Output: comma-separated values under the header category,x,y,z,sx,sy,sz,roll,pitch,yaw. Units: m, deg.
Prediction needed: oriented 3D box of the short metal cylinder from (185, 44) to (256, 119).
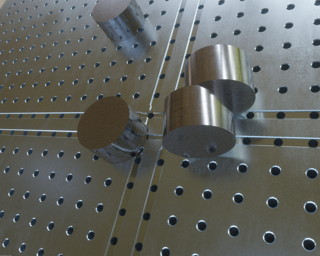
category,x,y,z,sx,sy,sz,roll,pitch,yaw
short metal cylinder,0.069,-0.052,0.369,0.080,0.080,0.050,-11,57,22

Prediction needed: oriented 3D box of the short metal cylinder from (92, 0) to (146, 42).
category,x,y,z,sx,sy,sz,roll,pitch,yaw
short metal cylinder,-0.073,-0.202,0.554,0.080,0.050,0.080,-13,56,21

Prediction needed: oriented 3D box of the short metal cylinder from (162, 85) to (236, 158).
category,x,y,z,sx,sy,sz,roll,pitch,yaw
short metal cylinder,0.044,-0.005,0.353,0.080,0.080,0.050,-11,57,22

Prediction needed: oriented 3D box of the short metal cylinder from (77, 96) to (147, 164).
category,x,y,z,sx,sy,sz,roll,pitch,yaw
short metal cylinder,-0.065,0.003,0.424,0.080,0.050,0.080,-13,56,21
